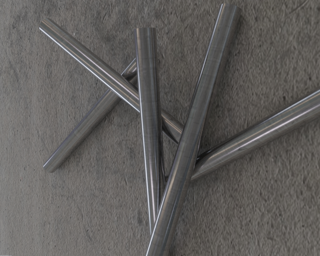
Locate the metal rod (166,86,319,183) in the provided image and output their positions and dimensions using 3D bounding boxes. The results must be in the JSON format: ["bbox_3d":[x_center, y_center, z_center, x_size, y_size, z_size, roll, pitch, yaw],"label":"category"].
[{"bbox_3d":[0.117,-0.004,0.307,0.299,0.025,0.025,-35,69,34],"label":"metal rod"}]

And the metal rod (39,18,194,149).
[{"bbox_3d":[-0.067,-0.068,0.425,0.300,0.025,0.025,40,115,21],"label":"metal rod"}]

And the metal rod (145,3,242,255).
[{"bbox_3d":[0.036,0.011,0.348,0.025,0.025,0.298,19,93,38],"label":"metal rod"}]

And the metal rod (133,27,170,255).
[{"bbox_3d":[-0.008,0.035,0.376,0.025,0.025,0.298,5,104,40],"label":"metal rod"}]

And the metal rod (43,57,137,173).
[{"bbox_3d":[-0.109,-0.013,0.495,0.299,0.025,0.025,-42,65,32],"label":"metal rod"}]
